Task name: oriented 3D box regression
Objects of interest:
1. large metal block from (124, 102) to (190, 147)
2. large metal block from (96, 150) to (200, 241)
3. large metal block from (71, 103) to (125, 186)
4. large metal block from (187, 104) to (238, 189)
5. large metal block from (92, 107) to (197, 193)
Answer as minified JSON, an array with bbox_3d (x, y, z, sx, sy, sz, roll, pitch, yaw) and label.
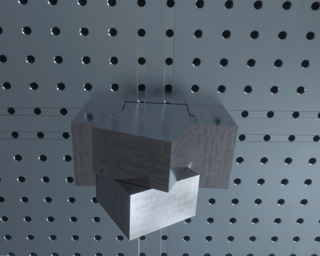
[{"bbox_3d":[-0.007,0.013,0.403,0.081,0.050,0.079,2,110,-2],"label":"large metal block"},{"bbox_3d":[-0.016,0.065,0.337,0.081,0.080,0.050,-10,114,-32],"label":"large metal block"},{"bbox_3d":[-0.074,0.018,0.390,0.050,0.080,0.079,2,110,-1],"label":"large metal block"},{"bbox_3d":[0.058,0.020,0.392,0.050,0.080,0.079,4,110,-2],"label":"large metal block"},{"bbox_3d":[-0.013,0.017,0.322,0.080,0.080,0.050,11,111,20],"label":"large metal block"}]
